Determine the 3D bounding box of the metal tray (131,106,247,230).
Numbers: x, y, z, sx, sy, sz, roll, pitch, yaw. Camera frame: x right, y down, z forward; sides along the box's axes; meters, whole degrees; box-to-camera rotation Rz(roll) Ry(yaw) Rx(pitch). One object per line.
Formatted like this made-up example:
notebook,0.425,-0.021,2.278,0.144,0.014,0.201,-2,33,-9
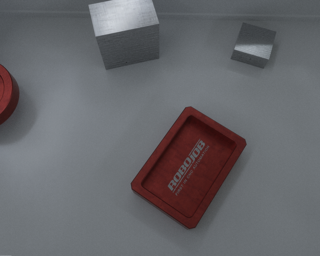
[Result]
metal tray,0.037,0.048,0.389,0.090,0.030,0.130,33,73,11

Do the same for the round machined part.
round machined part,-0.237,-0.039,0.412,0.099,0.042,0.098,0,70,-1

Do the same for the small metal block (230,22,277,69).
small metal block,0.137,-0.121,0.456,0.050,0.025,0.050,18,71,6

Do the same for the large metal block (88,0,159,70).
large metal block,-0.046,-0.130,0.427,0.081,0.080,0.050,-13,71,-5
